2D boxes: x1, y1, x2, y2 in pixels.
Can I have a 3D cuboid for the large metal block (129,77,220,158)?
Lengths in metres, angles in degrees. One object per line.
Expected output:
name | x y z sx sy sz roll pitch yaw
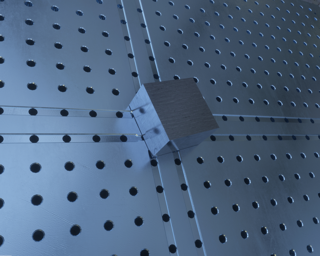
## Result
large metal block | 0.018 -0.016 0.409 0.081 0.050 0.080 -13 69 -33
